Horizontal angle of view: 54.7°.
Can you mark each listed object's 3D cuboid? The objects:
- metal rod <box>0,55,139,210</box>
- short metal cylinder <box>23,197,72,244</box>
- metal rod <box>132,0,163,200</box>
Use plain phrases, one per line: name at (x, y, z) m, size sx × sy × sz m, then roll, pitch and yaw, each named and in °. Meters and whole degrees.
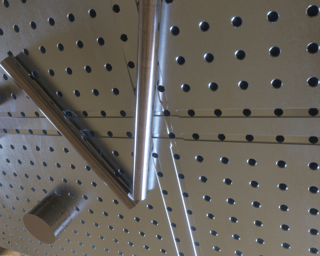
metal rod at (-0.138, 0.012, 0.491) m, size 0.025 × 0.025 × 0.300 m, roll -33°, pitch 100°, yaw 38°
short metal cylinder at (-0.229, 0.189, 0.633) m, size 0.080 × 0.050 × 0.079 m, roll 13°, pitch 124°, yaw 21°
metal rod at (-0.021, -0.018, 0.411) m, size 0.025 × 0.025 × 0.298 m, roll 18°, pitch 126°, yaw 18°
